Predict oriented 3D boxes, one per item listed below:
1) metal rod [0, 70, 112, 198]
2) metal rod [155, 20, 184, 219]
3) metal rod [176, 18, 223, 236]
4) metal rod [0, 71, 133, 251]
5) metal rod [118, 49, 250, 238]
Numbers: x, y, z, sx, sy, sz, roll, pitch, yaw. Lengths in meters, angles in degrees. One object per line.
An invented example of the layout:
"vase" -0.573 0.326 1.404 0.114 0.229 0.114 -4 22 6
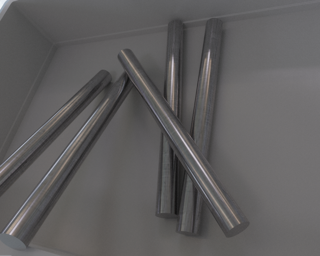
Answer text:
"metal rod" -0.144 0.006 0.401 0.025 0.025 0.301 -1 37 28
"metal rod" 0.016 -0.032 0.417 0.025 0.025 0.299 -10 57 23
"metal rod" 0.055 -0.021 0.390 0.025 0.025 0.300 -3 60 26
"metal rod" -0.083 0.004 0.371 0.025 0.025 0.301 -7 34 24
"metal rod" 0.009 -0.008 0.372 0.025 0.025 0.300 -35 51 5
